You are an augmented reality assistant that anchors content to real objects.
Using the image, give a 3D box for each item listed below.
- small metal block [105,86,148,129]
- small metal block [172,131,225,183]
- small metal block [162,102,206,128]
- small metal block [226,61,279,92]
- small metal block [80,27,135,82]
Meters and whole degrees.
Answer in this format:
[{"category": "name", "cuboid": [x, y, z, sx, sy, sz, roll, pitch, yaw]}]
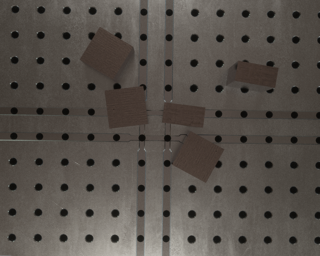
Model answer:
[{"category": "small metal block", "cuboid": [-0.044, -0.027, 0.413, 0.050, 0.025, 0.050, -7, 90, -1]}, {"category": "small metal block", "cuboid": [0.050, 0.038, 0.414, 0.050, 0.025, 0.050, 29, 90, -1]}, {"category": "small metal block", "cuboid": [0.029, -0.016, 0.401, 0.050, 0.050, 0.025, 7, 90, -1]}, {"category": "small metal block", "cuboid": [0.118, -0.066, 0.402, 0.050, 0.050, 0.025, 10, 90, -1]}, {"category": "small metal block", "cuboid": [-0.069, -0.097, 0.412, 0.050, 0.025, 0.050, 31, 90, -1]}]
